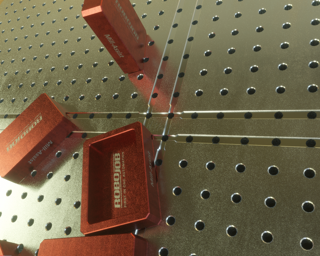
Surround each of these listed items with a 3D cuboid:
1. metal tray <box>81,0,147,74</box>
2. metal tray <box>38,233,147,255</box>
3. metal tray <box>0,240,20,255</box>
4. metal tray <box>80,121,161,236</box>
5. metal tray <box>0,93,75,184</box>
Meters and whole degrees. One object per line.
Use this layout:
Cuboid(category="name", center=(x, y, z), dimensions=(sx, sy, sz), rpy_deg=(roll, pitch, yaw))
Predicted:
Cuboid(category="metal tray", center=(-0.062, -0.156, 0.467), dimensions=(0.030, 0.130, 0.090), rpy_deg=(-8, 58, 20))
Cuboid(category="metal tray", center=(-0.081, 0.169, 0.342), dimensions=(0.130, 0.030, 0.090), rpy_deg=(-12, 57, 21))
Cuboid(category="metal tray", center=(-0.228, 0.220, 0.387), dimensions=(0.130, 0.030, 0.090), rpy_deg=(-45, 51, -4))
Cuboid(category="metal tray", center=(-0.052, 0.063, 0.391), dimensions=(0.090, 0.030, 0.130), rpy_deg=(-19, 54, 16))
Cuboid(category="metal tray", center=(-0.210, 0.014, 0.504), dimensions=(0.130, 0.030, 0.090), rpy_deg=(-45, 51, -4))
